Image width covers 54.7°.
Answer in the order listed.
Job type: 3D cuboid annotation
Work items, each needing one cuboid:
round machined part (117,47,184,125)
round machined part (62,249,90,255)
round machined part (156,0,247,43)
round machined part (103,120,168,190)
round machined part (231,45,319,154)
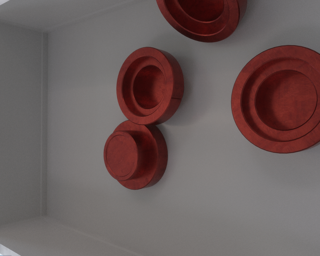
[{"bbox_3d":[-0.008,-0.052,0.402,0.098,0.042,0.097,0,90,40],"label":"round machined part"},{"bbox_3d":[-0.147,0.259,0.520,0.098,0.042,0.097,0,90,40],"label":"round machined part"},{"bbox_3d":[0.047,-0.144,0.334,0.098,0.098,0.042,11,59,39],"label":"round machined part"},{"bbox_3d":[-0.041,0.037,0.429,0.098,0.042,0.097,0,90,40],"label":"round machined part"},{"bbox_3d":[0.122,-0.026,0.295,0.098,0.042,0.097,0,90,40],"label":"round machined part"}]
